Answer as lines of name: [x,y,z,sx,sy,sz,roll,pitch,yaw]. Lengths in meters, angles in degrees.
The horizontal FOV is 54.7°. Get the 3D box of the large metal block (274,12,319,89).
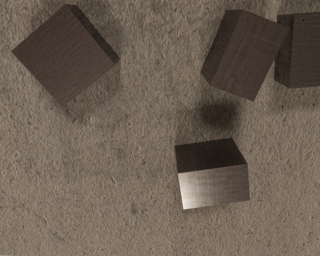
large metal block: [0.185,-0.094,0.365,0.081,0.050,0.079,-4,110,1]

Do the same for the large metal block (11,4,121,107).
large metal block: [-0.106,-0.085,0.364,0.080,0.050,0.080,-36,107,12]

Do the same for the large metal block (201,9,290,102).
large metal block: [0.090,-0.085,0.351,0.050,0.080,0.079,19,109,-7]

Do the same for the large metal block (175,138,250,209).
large metal block: [0.064,0.056,0.402,0.080,0.080,0.050,-8,110,2]
